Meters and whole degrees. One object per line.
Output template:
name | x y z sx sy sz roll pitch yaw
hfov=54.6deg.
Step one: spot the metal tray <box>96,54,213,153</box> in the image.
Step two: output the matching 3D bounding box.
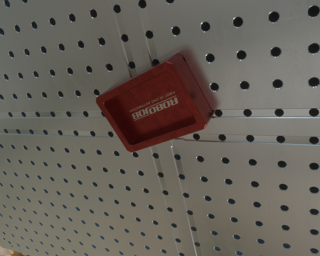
metal tray | -0.010 -0.026 0.397 0.130 0.030 0.090 -20 108 35
